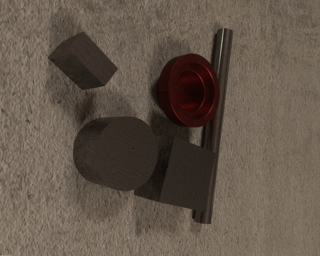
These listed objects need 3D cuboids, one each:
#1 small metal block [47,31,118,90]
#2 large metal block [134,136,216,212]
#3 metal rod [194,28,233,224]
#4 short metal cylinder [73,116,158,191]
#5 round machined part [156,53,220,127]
[{"bbox_3d":[-0.080,-0.068,0.322,0.050,0.050,0.025,46,62,-31],"label":"small metal block"},{"bbox_3d":[0.021,0.060,0.409,0.080,0.050,0.080,23,76,-38],"label":"large metal block"},{"bbox_3d":[0.084,-0.007,0.477,0.025,0.025,0.298,13,82,-40],"label":"metal rod"},{"bbox_3d":[-0.049,0.027,0.349,0.081,0.050,0.079,0,90,-40],"label":"short metal cylinder"},{"bbox_3d":[0.034,-0.050,0.425,0.099,0.042,0.097,0,90,-40],"label":"round machined part"}]
